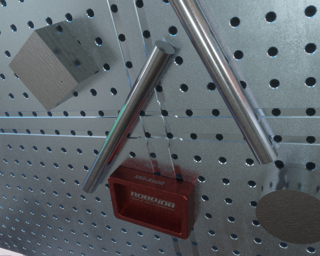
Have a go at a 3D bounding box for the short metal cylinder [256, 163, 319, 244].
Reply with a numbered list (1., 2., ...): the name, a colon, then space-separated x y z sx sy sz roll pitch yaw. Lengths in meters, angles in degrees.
1. short metal cylinder: 0.159 0.089 0.366 0.080 0.050 0.079 13 124 20

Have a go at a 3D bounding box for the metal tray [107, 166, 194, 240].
1. metal tray: -0.014 0.116 0.485 0.130 0.030 0.089 10 123 22

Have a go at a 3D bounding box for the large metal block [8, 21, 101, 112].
1. large metal block: -0.142 -0.081 0.417 0.080 0.050 0.080 -31 102 37

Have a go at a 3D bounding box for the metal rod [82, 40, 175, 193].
1. metal rod: -0.059 0.006 0.443 0.025 0.025 0.298 36 129 3

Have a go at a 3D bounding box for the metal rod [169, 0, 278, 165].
1. metal rod: 0.050 -0.087 0.329 0.025 0.025 0.299 -22 107 36
